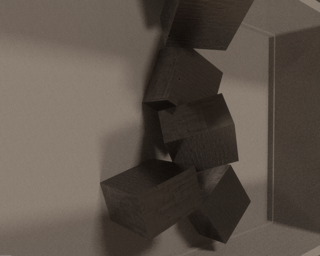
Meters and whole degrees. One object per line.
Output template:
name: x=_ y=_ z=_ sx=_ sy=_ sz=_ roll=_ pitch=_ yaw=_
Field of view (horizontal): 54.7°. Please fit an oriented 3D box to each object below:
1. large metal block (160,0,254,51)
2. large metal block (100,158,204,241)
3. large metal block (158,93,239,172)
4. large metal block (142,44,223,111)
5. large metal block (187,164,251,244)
large metal block: x=0.051 y=-0.140 z=0.363 sx=0.081 sy=0.080 sz=0.050 roll=0 pitch=60 yaw=-14
large metal block: x=-0.010 y=0.077 z=0.362 sx=0.081 sy=0.080 sz=0.050 roll=-22 pitch=104 yaw=-35
large metal block: x=0.050 y=0.011 z=0.390 sx=0.080 sy=0.080 sz=0.050 roll=67 pitch=9 yaw=-50
large metal block: x=0.033 y=-0.055 z=0.420 sx=0.080 sy=0.050 sz=0.080 roll=28 pitch=73 yaw=-37
large metal block: x=0.082 y=0.109 z=0.462 sx=0.080 sy=0.050 sz=0.080 roll=-47 pitch=119 yaw=-30
